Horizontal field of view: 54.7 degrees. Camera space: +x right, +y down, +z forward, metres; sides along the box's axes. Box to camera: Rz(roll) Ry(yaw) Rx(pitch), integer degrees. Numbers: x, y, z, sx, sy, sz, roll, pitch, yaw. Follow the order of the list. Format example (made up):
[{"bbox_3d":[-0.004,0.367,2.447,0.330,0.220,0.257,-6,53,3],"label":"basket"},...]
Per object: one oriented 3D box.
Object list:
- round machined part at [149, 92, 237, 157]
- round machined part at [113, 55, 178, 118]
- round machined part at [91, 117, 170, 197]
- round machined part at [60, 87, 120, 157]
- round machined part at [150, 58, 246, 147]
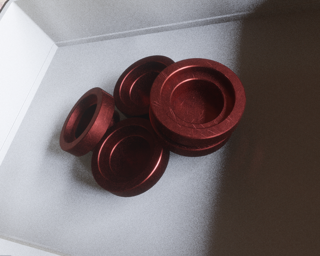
[{"bbox_3d":[0.038,-0.011,0.366,0.099,0.042,0.098,-1,63,2],"label":"round machined part"},{"bbox_3d":[-0.012,-0.049,0.428,0.098,0.042,0.098,-13,56,21],"label":"round machined part"},{"bbox_3d":[-0.033,0.039,0.385,0.098,0.042,0.098,-13,56,21],"label":"round machined part"},{"bbox_3d":[-0.093,-0.005,0.432,0.098,0.042,0.098,-31,41,33],"label":"round machined part"},{"bbox_3d":[0.040,-0.024,0.337,0.099,0.042,0.098,-1,64,3],"label":"round machined part"}]
